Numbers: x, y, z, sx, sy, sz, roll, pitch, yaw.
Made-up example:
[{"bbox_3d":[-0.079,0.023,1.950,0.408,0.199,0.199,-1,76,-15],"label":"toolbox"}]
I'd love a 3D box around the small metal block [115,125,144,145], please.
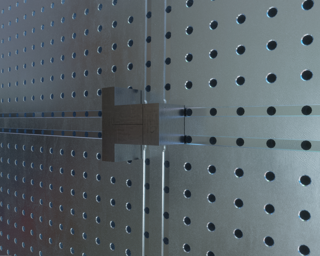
[{"bbox_3d":[-0.024,0.008,0.410,0.050,0.050,0.025,0,90,39],"label":"small metal block"}]

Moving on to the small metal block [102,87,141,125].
[{"bbox_3d":[-0.053,-0.030,0.434,0.025,0.050,0.050,0,90,40],"label":"small metal block"}]

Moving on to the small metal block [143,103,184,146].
[{"bbox_3d":[0.005,-0.004,0.386,0.025,0.050,0.050,0,90,40],"label":"small metal block"}]

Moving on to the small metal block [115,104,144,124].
[{"bbox_3d":[-0.024,-0.017,0.410,0.050,0.050,0.025,0,90,39],"label":"small metal block"}]

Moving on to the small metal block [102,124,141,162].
[{"bbox_3d":[-0.053,0.020,0.434,0.025,0.050,0.050,0,90,40],"label":"small metal block"}]
